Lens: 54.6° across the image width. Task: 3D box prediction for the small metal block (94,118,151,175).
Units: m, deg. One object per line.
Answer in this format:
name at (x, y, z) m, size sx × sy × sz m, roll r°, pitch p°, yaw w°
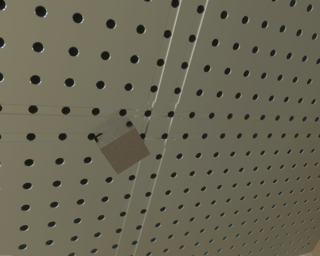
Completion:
small metal block at (-0.048, 0.024, 0.399) m, size 0.050 × 0.025 × 0.050 m, roll -32°, pitch 129°, yaw -8°
